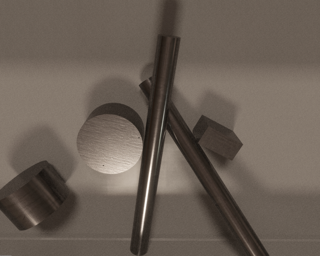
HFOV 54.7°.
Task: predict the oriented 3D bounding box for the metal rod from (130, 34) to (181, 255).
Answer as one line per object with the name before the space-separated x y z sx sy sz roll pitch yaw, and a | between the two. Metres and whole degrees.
metal rod | -0.010 0.037 0.390 0.025 0.025 0.298 7 112 -3

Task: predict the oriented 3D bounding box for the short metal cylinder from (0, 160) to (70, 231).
short metal cylinder | -0.170 0.088 0.412 0.080 0.080 0.050 -29 108 10

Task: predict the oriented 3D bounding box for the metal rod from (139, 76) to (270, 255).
metal rod | 0.064 0.066 0.396 0.025 0.025 0.299 -32 92 11

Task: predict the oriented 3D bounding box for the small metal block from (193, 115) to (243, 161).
small metal block | 0.074 0.011 0.403 0.050 0.050 0.025 27 106 -10

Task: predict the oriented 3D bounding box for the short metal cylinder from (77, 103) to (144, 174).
short metal cylinder | -0.062 0.012 0.402 0.081 0.050 0.079 0 110 -1
